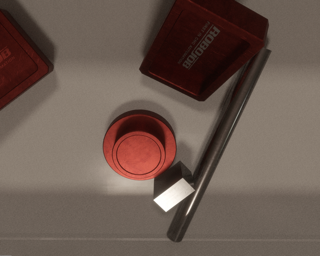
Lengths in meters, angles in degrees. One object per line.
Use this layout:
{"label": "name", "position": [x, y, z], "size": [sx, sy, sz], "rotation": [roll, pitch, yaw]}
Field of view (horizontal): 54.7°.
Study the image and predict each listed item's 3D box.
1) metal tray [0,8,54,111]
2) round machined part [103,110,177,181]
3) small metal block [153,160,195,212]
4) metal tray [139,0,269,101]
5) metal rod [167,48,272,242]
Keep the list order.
{"label": "metal tray", "position": [-0.209, -0.067, 0.369], "size": [0.130, 0.030, 0.090], "rotation": [-37, 107, 2]}
{"label": "round machined part", "position": [-0.027, 0.028, 0.412], "size": [0.099, 0.042, 0.097], "rotation": [0, 110, -1]}
{"label": "small metal block", "position": [0.018, 0.079, 0.428], "size": [0.050, 0.050, 0.025], "rotation": [-39, 106, 13]}
{"label": "metal tray", "position": [0.039, -0.084, 0.333], "size": [0.090, 0.129, 0.030], "rotation": [25, 63, -10]}
{"label": "metal rod", "position": [0.073, 0.033, 0.424], "size": [0.025, 0.025, 0.298], "rotation": [19, 109, -7]}
